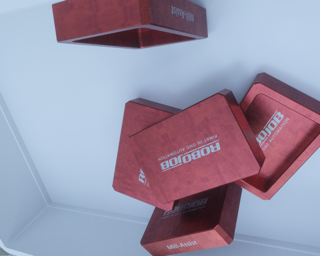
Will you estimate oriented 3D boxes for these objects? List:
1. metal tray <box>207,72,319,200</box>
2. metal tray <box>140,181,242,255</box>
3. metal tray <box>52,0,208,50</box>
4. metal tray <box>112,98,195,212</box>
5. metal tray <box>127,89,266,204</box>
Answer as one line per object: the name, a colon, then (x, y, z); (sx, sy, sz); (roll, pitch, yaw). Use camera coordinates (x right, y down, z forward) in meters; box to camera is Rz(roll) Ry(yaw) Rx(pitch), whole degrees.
metal tray: (0.118, 0.014, 0.351); (0.090, 0.030, 0.129); (30, 128, 8)
metal tray: (0.041, 0.118, 0.414); (0.130, 0.090, 0.030); (-28, 111, 37)
metal tray: (-0.019, -0.097, 0.288); (0.090, 0.131, 0.030); (-1, 99, 28)
metal tray: (-0.008, 0.034, 0.407); (0.090, 0.030, 0.129); (17, 109, 18)
metal tray: (0.037, 0.024, 0.346); (0.130, 0.030, 0.090); (-26, 92, 30)
